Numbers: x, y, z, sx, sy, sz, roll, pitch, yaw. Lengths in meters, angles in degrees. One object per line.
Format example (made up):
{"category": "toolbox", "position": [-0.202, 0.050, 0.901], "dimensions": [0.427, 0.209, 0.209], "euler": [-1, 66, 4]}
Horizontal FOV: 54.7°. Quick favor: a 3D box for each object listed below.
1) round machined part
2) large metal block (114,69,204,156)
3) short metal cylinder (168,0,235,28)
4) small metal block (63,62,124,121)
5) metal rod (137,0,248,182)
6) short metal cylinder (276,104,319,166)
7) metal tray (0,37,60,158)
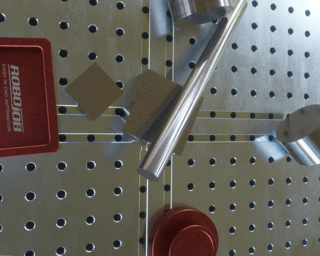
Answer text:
{"category": "round machined part", "position": [0.037, 0.159, 0.417], "dimensions": [0.099, 0.042, 0.097], "euler": [0, 90, -20]}
{"category": "large metal block", "position": [-0.002, -0.018, 0.398], "dimensions": [0.080, 0.050, 0.080], "euler": [25, 82, -19]}
{"category": "short metal cylinder", "position": [0.051, -0.168, 0.402], "dimensions": [0.081, 0.080, 0.050], "euler": [-16, 96, -19]}
{"category": "small metal block", "position": [-0.082, -0.044, 0.382], "dimensions": [0.050, 0.025, 0.050], "euler": [-46, 105, -14]}
{"category": "metal rod", "position": [0.052, -0.068, 0.386], "dimensions": [0.025, 0.025, 0.300], "euler": [38, 61, -16]}
{"category": "short metal cylinder", "position": [0.225, 0.010, 0.466], "dimensions": [0.050, 0.080, 0.080], "euler": [46, 76, -14]}
{"category": "metal tray", "position": [-0.166, -0.034, 0.348], "dimensions": [0.091, 0.030, 0.129], "euler": [-5, 92, -20]}
